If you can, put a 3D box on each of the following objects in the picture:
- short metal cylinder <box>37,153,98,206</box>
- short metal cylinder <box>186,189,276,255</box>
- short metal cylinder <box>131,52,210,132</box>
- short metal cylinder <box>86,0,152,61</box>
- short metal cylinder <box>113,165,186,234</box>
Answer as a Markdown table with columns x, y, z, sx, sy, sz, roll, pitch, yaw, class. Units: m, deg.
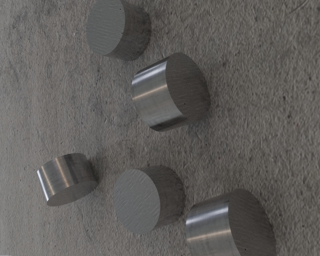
| x | y | z | sx | sy | sz | roll | pitch | yaw | class |
| --- | --- | --- | --- | --- | --- | --- | --- | --- | --- |
| -0.146 | 0.082 | 0.490 | 0.080 | 0.081 | 0.050 | -43 | 64 | 32 | short metal cylinder |
| 0.072 | 0.107 | 0.310 | 0.050 | 0.081 | 0.080 | -30 | 71 | 36 | short metal cylinder |
| 0.014 | -0.040 | 0.358 | 0.050 | 0.081 | 0.080 | -18 | 79 | 39 | short metal cylinder |
| -0.059 | -0.138 | 0.437 | 0.080 | 0.050 | 0.080 | 0 | 90 | 40 | short metal cylinder |
| -0.014 | 0.090 | 0.401 | 0.080 | 0.050 | 0.080 | 0 | 90 | 40 | short metal cylinder |
